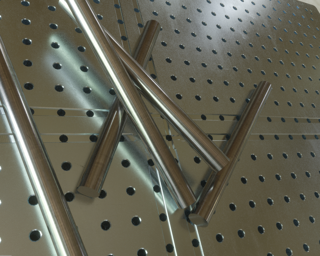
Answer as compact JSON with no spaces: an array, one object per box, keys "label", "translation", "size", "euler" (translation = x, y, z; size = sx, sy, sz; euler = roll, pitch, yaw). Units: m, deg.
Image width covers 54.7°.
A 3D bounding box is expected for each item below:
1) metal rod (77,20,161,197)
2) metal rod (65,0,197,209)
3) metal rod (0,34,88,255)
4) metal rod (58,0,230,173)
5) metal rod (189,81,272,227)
[{"label":"metal rod","translation":[-0.043,-0.049,0.415],"size":[0.025,0.025,0.300],"euler":[25,53,-13]},{"label":"metal rod","translation":[-0.038,-0.040,0.378],"size":[0.025,0.025,0.299],"euler":[-27,87,-37]},{"label":"metal rod","translation":[-0.134,0.021,0.323],"size":[0.025,0.025,0.299],"euler":[-16,70,-35]},{"label":"metal rod","translation":[-0.024,-0.061,0.400],"size":[0.300,0.025,0.025],"euler":[47,51,5]},{"label":"metal rod","translation":[0.117,0.018,0.462],"size":[0.025,0.025,0.301],"euler":[40,51,-2]}]
